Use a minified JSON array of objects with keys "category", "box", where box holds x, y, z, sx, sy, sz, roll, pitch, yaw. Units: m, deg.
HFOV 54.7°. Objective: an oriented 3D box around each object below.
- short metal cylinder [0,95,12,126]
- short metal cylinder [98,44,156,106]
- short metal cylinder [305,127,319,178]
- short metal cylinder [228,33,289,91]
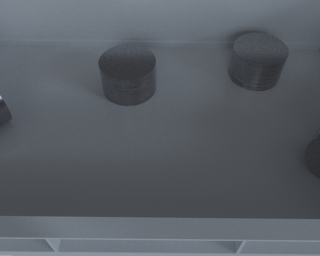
[{"category":"short metal cylinder","box":[-0.235,-0.032,0.393,0.080,0.080,0.050,37,59,26]},{"category":"short metal cylinder","box":[-0.046,-0.078,0.454,0.081,0.050,0.080,0,50,0]},{"category":"short metal cylinder","box":[0.216,0.026,0.351,0.080,0.080,0.050,33,57,24]},{"category":"short metal cylinder","box":[0.149,-0.103,0.477,0.081,0.050,0.080,0,50,0]}]
